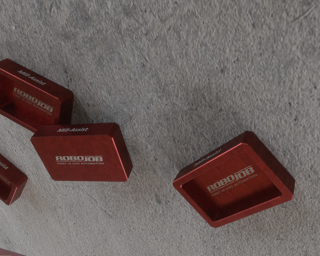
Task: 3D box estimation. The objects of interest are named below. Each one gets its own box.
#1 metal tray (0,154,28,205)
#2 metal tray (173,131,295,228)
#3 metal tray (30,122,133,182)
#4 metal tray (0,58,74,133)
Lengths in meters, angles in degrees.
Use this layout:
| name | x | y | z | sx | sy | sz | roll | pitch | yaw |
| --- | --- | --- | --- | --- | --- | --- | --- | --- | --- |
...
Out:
| name | x | y | z | sx | sy | sz | roll | pitch | yaw |
| --- | --- | --- | --- | --- | --- | --- | --- | --- | --- |
| metal tray | -0.342 | 0.092 | 0.640 | 0.130 | 0.030 | 0.089 | 40 | 129 | 1 |
| metal tray | 0.091 | 0.071 | 0.399 | 0.090 | 0.030 | 0.129 | 48 | 129 | -6 |
| metal tray | -0.115 | 0.038 | 0.464 | 0.130 | 0.030 | 0.090 | -2 | 126 | 16 |
| metal tray | -0.201 | -0.041 | 0.483 | 0.130 | 0.030 | 0.089 | 27 | 128 | 11 |
